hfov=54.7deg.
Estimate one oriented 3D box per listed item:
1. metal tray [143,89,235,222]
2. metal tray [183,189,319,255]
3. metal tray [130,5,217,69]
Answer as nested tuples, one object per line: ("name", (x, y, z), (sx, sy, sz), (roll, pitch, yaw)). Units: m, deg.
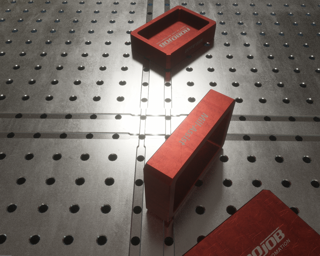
("metal tray", (0.034, 0.029, 0.341), (0.030, 0.089, 0.131), (28, 55, 21))
("metal tray", (0.090, 0.130, 0.296), (0.131, 0.030, 0.090), (-30, 57, -24))
("metal tray", (0.024, -0.162, 0.540), (0.090, 0.030, 0.131), (35, 58, 25))
